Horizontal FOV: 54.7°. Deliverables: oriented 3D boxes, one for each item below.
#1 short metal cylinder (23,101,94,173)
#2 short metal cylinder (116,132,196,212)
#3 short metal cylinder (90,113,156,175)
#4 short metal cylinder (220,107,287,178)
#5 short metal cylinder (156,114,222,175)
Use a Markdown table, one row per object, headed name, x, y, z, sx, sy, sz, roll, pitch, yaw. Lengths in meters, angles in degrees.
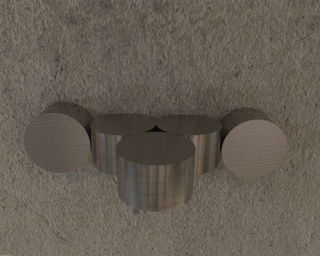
| name | x | y | z | sx | sy | sz | roll | pitch | yaw |
| --- | --- | --- | --- | --- | --- | --- | --- | --- | --- |
| short metal cylinder | -0.125 | 0.011 | 0.400 | 0.081 | 0.050 | 0.079 | 0 | 110 | -1 |
| short metal cylinder | -0.004 | 0.042 | 0.323 | 0.081 | 0.080 | 0.050 | 1 | 111 | -1 |
| short metal cylinder | -0.045 | 0.017 | 0.388 | 0.081 | 0.080 | 0.050 | 0 | 110 | 0 |
| short metal cylinder | 0.116 | 0.018 | 0.405 | 0.081 | 0.050 | 0.079 | 0 | 111 | -1 |
| short metal cylinder | 0.035 | 0.018 | 0.389 | 0.081 | 0.080 | 0.050 | 0 | 109 | 0 |
